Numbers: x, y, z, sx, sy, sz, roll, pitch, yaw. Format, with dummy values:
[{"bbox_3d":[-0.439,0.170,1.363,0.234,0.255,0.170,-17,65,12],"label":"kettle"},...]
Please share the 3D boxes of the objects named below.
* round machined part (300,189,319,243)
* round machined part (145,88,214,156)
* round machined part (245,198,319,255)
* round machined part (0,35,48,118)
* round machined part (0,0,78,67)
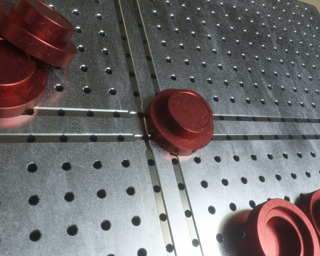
[{"bbox_3d":[0.260,0.137,0.457,0.099,0.042,0.098,14,56,-21],"label":"round machined part"},{"bbox_3d":[0.033,-0.014,0.426,0.099,0.042,0.098,14,56,-21],"label":"round machined part"},{"bbox_3d":[0.149,0.143,0.392,0.099,0.042,0.098,14,56,-21],"label":"round machined part"},{"bbox_3d":[-0.176,-0.063,0.342,0.099,0.042,0.098,14,56,-21],"label":"round machined part"},{"bbox_3d":[-0.140,-0.119,0.364,0.098,0.042,0.098,36,16,-11],"label":"round machined part"}]
